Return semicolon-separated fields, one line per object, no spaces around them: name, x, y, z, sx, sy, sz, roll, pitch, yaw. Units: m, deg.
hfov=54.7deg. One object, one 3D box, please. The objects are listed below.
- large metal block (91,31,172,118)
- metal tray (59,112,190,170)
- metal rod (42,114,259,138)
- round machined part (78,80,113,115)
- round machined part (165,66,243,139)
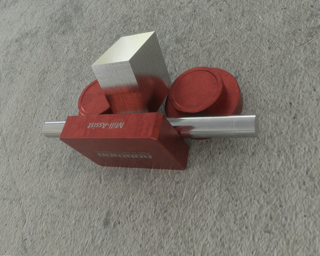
large metal block;-0.030;-0.064;0.390;0.050;0.080;0.080;-2;37;26
metal tray;-0.041;0.018;0.372;0.130;0.090;0.030;-1;62;27
metal rod;-0.032;0.000;0.394;0.300;0.025;0.025;-1;61;27
round machined part;-0.080;-0.036;0.454;0.098;0.042;0.098;-13;56;20
round machined part;0.050;-0.038;0.389;0.098;0.042;0.098;-13;56;20
